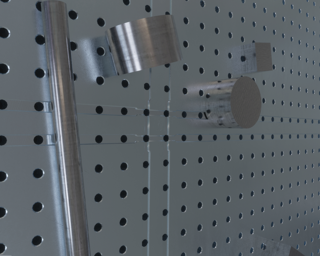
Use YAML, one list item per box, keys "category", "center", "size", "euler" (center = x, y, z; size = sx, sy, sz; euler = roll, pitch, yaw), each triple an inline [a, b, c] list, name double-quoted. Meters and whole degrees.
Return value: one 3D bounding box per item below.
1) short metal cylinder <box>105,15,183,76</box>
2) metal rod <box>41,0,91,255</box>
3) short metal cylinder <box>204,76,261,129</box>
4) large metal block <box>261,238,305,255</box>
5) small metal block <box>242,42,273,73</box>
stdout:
- category: "short metal cylinder"
  center: [-0.018, -0.094, 0.359]
  size: [0.081, 0.080, 0.050]
  euler: [-23, 105, -38]
- category: "metal rod"
  center: [-0.097, 0.022, 0.327]
  size: [0.025, 0.025, 0.298]
  euler: [-8, 95, -40]
- category: "short metal cylinder"
  center: [0.116, -0.039, 0.491]
  size: [0.081, 0.050, 0.079]
  euler: [0, 90, -40]
- category: "large metal block"
  center: [0.232, 0.269, 0.589]
  size: [0.080, 0.050, 0.080]
  euler: [38, 67, -34]
- category: "small metal block"
  center: [0.176, -0.126, 0.557]
  size: [0.050, 0.025, 0.050]
  euler: [-12, 98, -39]
